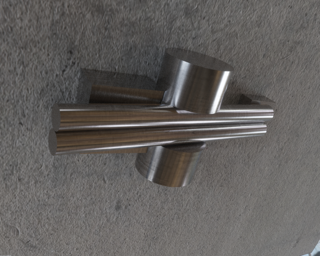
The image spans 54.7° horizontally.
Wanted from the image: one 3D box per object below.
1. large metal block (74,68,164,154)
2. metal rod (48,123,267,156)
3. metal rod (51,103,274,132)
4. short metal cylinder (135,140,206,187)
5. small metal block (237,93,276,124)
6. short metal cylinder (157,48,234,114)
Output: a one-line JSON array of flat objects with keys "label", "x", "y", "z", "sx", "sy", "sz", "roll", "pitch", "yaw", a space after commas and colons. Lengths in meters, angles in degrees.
[{"label": "large metal block", "x": -0.051, "y": -0.018, "z": 0.353, "sx": 0.081, "sy": 0.050, "sz": 0.079, "roll": 2, "pitch": 118, "yaw": -29}, {"label": "metal rod", "x": 0.025, "y": 0.007, "z": 0.368, "sx": 0.302, "sy": 0.025, "sz": 0.025, "roll": -3, "pitch": 120, "yaw": -36}, {"label": "metal rod", "x": 0.031, "y": -0.015, "z": 0.358, "sx": 0.302, "sy": 0.025, "sz": 0.025, "roll": -3, "pitch": 120, "yaw": -36}, {"label": "short metal cylinder", "x": 0.013, "y": 0.031, "z": 0.399, "sx": 0.081, "sy": 0.080, "sz": 0.050, "roll": 1, "pitch": 118, "yaw": -29}, {"label": "small metal block", "x": 0.141, "y": -0.023, "z": 0.472, "sx": 0.050, "sy": 0.025, "sz": 0.050, "roll": 3, "pitch": 117, "yaw": -30}, {"label": "short metal cylinder", "x": 0.039, "y": -0.056, "z": 0.359, "sx": 0.081, "sy": 0.080, "sz": 0.050, "roll": 1, "pitch": 118, "yaw": -29}]
